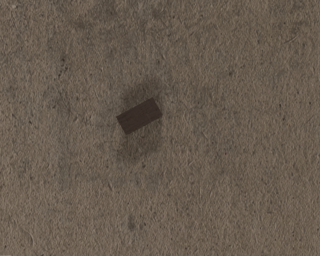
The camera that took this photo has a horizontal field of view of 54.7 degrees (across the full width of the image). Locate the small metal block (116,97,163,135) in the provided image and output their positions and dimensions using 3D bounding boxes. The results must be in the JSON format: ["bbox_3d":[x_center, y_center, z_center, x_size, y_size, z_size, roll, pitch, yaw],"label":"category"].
[{"bbox_3d":[-0.025,-0.015,0.397,0.050,0.050,0.025,-28,90,0],"label":"small metal block"}]
